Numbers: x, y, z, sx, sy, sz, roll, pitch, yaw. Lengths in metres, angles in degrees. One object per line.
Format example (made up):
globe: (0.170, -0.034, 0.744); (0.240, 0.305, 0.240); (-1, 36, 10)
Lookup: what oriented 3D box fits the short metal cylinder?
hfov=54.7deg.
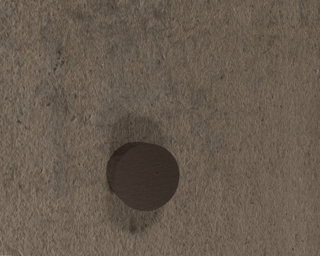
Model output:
short metal cylinder: (-0.022, 0.058, 0.388); (0.081, 0.050, 0.079); (0, 90, -21)
